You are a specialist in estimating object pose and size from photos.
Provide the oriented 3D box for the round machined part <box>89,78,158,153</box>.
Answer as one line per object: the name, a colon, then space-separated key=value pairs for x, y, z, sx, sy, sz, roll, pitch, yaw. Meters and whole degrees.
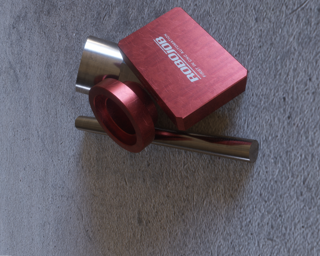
round machined part: x=-0.041 y=-0.020 z=0.389 sx=0.098 sy=0.042 sz=0.097 roll=35 pitch=148 yaw=26

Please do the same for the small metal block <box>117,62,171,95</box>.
small metal block: x=-0.019 y=-0.063 z=0.404 sx=0.050 sy=0.050 sz=0.025 roll=30 pitch=109 yaw=36

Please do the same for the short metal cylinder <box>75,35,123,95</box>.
short metal cylinder: x=-0.082 y=-0.082 z=0.432 sx=0.080 sy=0.050 sz=0.080 roll=-164 pitch=89 yaw=-79

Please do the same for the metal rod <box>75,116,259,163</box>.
metal rod: x=-0.016 y=0.008 z=0.420 sx=0.300 sy=0.025 sz=0.025 roll=8 pitch=95 yaw=39

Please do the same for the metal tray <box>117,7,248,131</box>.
metal tray: x=0.023 y=-0.071 z=0.351 sx=0.090 sy=0.030 sz=0.130 roll=-34 pitch=63 yaw=-7
